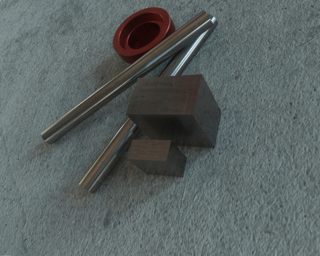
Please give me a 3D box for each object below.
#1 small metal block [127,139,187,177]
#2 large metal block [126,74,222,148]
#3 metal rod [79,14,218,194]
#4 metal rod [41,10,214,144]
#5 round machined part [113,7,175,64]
[{"bbox_3d":[-0.002,0.036,0.366,0.050,0.050,0.025,0,62,28],"label":"small metal block"},{"bbox_3d":[0.020,-0.018,0.368,0.080,0.080,0.050,1,63,28],"label":"large metal block"},{"bbox_3d":[-0.010,-0.041,0.432,0.025,0.025,0.300,27,76,37],"label":"metal rod"},{"bbox_3d":[-0.055,-0.067,0.452,0.300,0.025,0.025,-34,51,13],"label":"metal rod"},{"bbox_3d":[-0.021,-0.139,0.488,0.098,0.042,0.098,-13,56,20],"label":"round machined part"}]
